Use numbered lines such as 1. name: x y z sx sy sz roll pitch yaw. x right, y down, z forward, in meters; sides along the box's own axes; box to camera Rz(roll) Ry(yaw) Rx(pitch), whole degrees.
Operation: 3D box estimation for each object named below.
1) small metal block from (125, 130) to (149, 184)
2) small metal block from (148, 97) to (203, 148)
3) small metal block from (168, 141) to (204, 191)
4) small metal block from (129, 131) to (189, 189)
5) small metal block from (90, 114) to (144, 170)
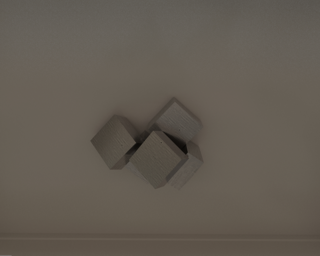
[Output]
1. small metal block: -0.019 0.040 0.424 0.050 0.025 0.050 40 105 -14
2. small metal block: 0.020 -0.004 0.408 0.050 0.025 0.050 40 105 -14
3. small metal block: 0.030 0.047 0.414 0.025 0.050 0.050 34 106 -12
4. small metal block: -0.002 0.039 0.384 0.050 0.025 0.050 45 106 20
5. small metal block: -0.055 0.019 0.403 0.050 0.025 0.050 -46 66 15
